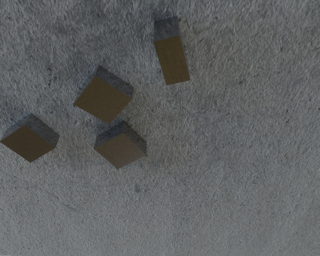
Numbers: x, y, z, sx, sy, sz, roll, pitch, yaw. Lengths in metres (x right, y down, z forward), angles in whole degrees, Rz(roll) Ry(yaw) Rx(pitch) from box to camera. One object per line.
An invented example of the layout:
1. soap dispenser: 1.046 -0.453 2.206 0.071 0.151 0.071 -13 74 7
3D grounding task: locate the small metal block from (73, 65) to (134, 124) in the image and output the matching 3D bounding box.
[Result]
1. small metal block: -0.067 -0.039 0.373 0.050 0.025 0.050 31 123 -24

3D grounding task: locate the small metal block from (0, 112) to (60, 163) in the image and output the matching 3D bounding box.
1. small metal block: -0.174 0.014 0.417 0.050 0.025 0.050 -29 125 22

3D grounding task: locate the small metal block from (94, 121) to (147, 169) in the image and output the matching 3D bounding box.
1. small metal block: -0.054 0.024 0.427 0.050 0.025 0.050 -28 125 21

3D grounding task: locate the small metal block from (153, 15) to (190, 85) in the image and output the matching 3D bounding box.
1. small metal block: 0.012 -0.081 0.322 0.025 0.050 0.050 -12 129 9
